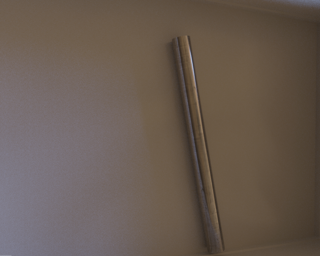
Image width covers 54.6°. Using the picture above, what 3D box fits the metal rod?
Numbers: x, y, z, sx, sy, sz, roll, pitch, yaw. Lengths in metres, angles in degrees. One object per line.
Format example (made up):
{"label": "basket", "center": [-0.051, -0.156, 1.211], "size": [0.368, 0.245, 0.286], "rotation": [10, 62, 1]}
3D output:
{"label": "metal rod", "center": [0.054, 0.025, 0.430], "size": [0.025, 0.025, 0.298], "rotation": [-11, 94, -20]}
